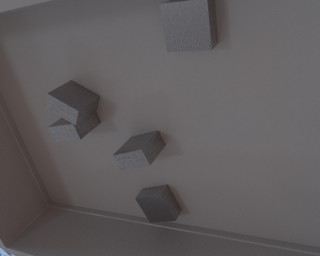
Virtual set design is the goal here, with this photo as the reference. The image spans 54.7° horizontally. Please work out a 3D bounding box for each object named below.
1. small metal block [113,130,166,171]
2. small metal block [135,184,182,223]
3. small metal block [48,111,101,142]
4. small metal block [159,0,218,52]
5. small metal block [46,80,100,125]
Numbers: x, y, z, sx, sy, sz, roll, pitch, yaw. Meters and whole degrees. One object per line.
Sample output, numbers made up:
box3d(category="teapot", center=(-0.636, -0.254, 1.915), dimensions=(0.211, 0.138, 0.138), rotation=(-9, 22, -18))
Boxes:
box3d(category="small metal block", center=(-0.028, 0.031, 0.425), dimensions=(0.050, 0.050, 0.025), rotation=(-14, 111, 33))
box3d(category="small metal block", center=(-0.002, 0.118, 0.482), dimensions=(0.050, 0.025, 0.050), rotation=(-17, 110, 34))
box3d(category="small metal block", center=(-0.124, -0.005, 0.453), dimensions=(0.050, 0.050, 0.025), rotation=(-6, 116, 30))
box3d(category="small metal block", center=(0.031, -0.108, 0.324), dimensions=(0.050, 0.025, 0.050), rotation=(4, 120, 26))
box3d(category="small metal block", center=(-0.120, -0.036, 0.431), dimensions=(0.050, 0.050, 0.025), rotation=(29, 128, 9))
